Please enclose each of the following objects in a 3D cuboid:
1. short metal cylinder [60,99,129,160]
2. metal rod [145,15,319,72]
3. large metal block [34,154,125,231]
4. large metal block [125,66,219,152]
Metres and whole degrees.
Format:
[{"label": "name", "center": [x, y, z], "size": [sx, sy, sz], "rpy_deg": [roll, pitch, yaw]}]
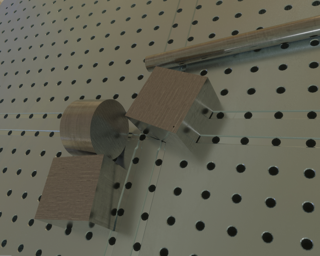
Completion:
[{"label": "short metal cylinder", "center": [-0.086, 0.001, 0.415], "size": [0.050, 0.080, 0.080], "rpy_deg": [2, 63, 29]}, {"label": "metal rod", "center": [0.119, -0.116, 0.416], "size": [0.301, 0.025, 0.025], "rpy_deg": [-8, 59, 23]}, {"label": "large metal block", "center": [-0.099, 0.082, 0.392], "size": [0.080, 0.050, 0.080], "rpy_deg": [-6, 59, 25]}, {"label": "large metal block", "center": [0.016, -0.026, 0.399], "size": [0.080, 0.050, 0.080], "rpy_deg": [20, 72, 35]}]
